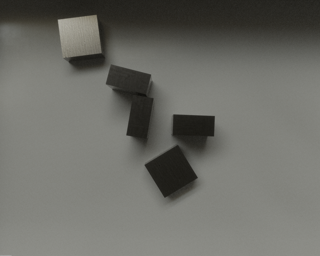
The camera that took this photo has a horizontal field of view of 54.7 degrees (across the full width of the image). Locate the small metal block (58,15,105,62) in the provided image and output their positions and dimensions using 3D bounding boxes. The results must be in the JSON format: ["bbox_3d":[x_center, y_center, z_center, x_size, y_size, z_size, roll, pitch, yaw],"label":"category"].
[{"bbox_3d":[-0.103,-0.118,0.410,0.050,0.025,0.050,-7,90,0],"label":"small metal block"}]

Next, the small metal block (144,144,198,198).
[{"bbox_3d":[0.015,0.056,0.411,0.050,0.025,0.050,-31,90,0],"label":"small metal block"}]

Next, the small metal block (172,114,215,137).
[{"bbox_3d":[0.041,-0.003,0.399,0.050,0.050,0.025,2,90,0],"label":"small metal block"}]

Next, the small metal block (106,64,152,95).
[{"bbox_3d":[-0.038,-0.059,0.398,0.050,0.050,0.025,14,90,0],"label":"small metal block"}]

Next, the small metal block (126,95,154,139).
[{"bbox_3d":[-0.024,-0.014,0.399,0.025,0.050,0.050,10,90,0],"label":"small metal block"}]
